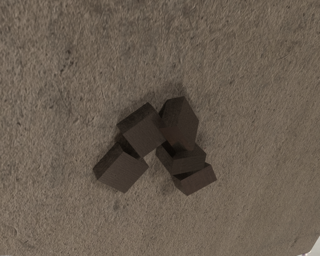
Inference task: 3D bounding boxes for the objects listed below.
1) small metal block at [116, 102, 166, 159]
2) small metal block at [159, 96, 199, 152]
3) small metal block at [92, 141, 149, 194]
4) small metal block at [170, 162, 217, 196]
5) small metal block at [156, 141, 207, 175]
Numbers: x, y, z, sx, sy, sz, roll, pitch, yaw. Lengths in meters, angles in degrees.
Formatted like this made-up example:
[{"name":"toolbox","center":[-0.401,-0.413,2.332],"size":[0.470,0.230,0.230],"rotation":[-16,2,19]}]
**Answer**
[{"name":"small metal block","center":[-0.019,0.003,0.400],"size":[0.050,0.025,0.050],"rotation":[-36,130,-4]},{"name":"small metal block","center":[0.026,-0.005,0.402],"size":[0.025,0.050,0.050],"rotation":[-9,137,29]},{"name":"small metal block","center":[-0.052,0.053,0.413],"size":[0.050,0.025,0.050],"rotation":[-48,129,5]},{"name":"small metal block","center":[0.048,0.072,0.460],"size":[0.050,0.050,0.025],"rotation":[-26,101,-13]},{"name":"small metal block","center":[0.028,0.037,0.431],"size":[0.050,0.050,0.025],"rotation":[-7,122,-25]}]
